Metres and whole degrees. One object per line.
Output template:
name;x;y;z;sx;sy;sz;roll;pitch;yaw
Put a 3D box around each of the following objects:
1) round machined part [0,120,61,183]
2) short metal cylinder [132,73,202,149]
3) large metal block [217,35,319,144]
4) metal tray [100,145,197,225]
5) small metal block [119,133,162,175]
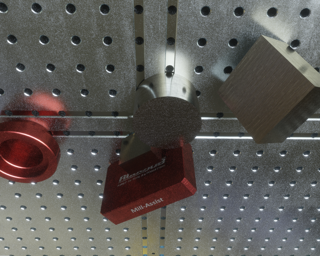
round machined part;-0.185;0.028;0.421;0.099;0.042;0.097;-1;130;0
short metal cylinder;0.008;-0.020;0.378;0.081;0.050;0.079;0;130;0
large metal block;0.122;-0.040;0.335;0.050;0.080;0.080;0;137;-39
metal tray;-0.017;0.069;0.427;0.130;0.090;0.030;-26;126;20
small metal block;-0.026;0.030;0.420;0.050;0.050;0.025;-26;126;20
